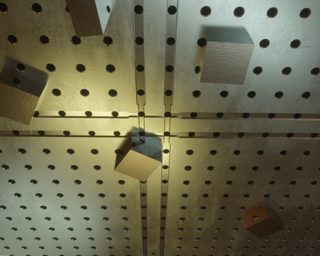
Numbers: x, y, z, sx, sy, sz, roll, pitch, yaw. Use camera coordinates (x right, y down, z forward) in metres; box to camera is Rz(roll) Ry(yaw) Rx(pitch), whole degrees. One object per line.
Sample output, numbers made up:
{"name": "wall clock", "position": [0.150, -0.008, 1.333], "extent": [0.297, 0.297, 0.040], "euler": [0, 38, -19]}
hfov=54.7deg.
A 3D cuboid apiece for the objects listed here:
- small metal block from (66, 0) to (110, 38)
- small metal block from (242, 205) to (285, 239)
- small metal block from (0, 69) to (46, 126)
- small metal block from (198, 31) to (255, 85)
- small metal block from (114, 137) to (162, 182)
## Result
{"name": "small metal block", "position": [-0.068, -0.120, 0.292], "extent": [0.025, 0.050, 0.050], "euler": [-5, 130, 4]}
{"name": "small metal block", "position": [0.187, 0.171, 0.561], "extent": [0.050, 0.025, 0.050], "euler": [-37, 122, 26]}
{"name": "small metal block", "position": [-0.175, -0.036, 0.378], "extent": [0.050, 0.025, 0.050], "euler": [23, 126, -19]}
{"name": "small metal block", "position": [0.072, -0.078, 0.347], "extent": [0.050, 0.025, 0.050], "euler": [3, 130, -3]}
{"name": "small metal block", "position": [-0.032, 0.047, 0.451], "extent": [0.050, 0.025, 0.050], "euler": [25, 126, -20]}
